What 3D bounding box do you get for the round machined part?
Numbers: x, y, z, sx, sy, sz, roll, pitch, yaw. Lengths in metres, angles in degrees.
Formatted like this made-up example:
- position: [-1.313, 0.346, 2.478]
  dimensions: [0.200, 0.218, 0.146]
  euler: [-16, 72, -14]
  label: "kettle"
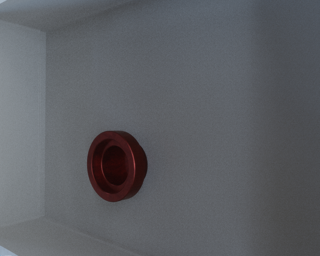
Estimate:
- position: [-0.056, 0.052, 0.440]
  dimensions: [0.098, 0.042, 0.097]
  euler: [0, 90, 39]
  label: "round machined part"
